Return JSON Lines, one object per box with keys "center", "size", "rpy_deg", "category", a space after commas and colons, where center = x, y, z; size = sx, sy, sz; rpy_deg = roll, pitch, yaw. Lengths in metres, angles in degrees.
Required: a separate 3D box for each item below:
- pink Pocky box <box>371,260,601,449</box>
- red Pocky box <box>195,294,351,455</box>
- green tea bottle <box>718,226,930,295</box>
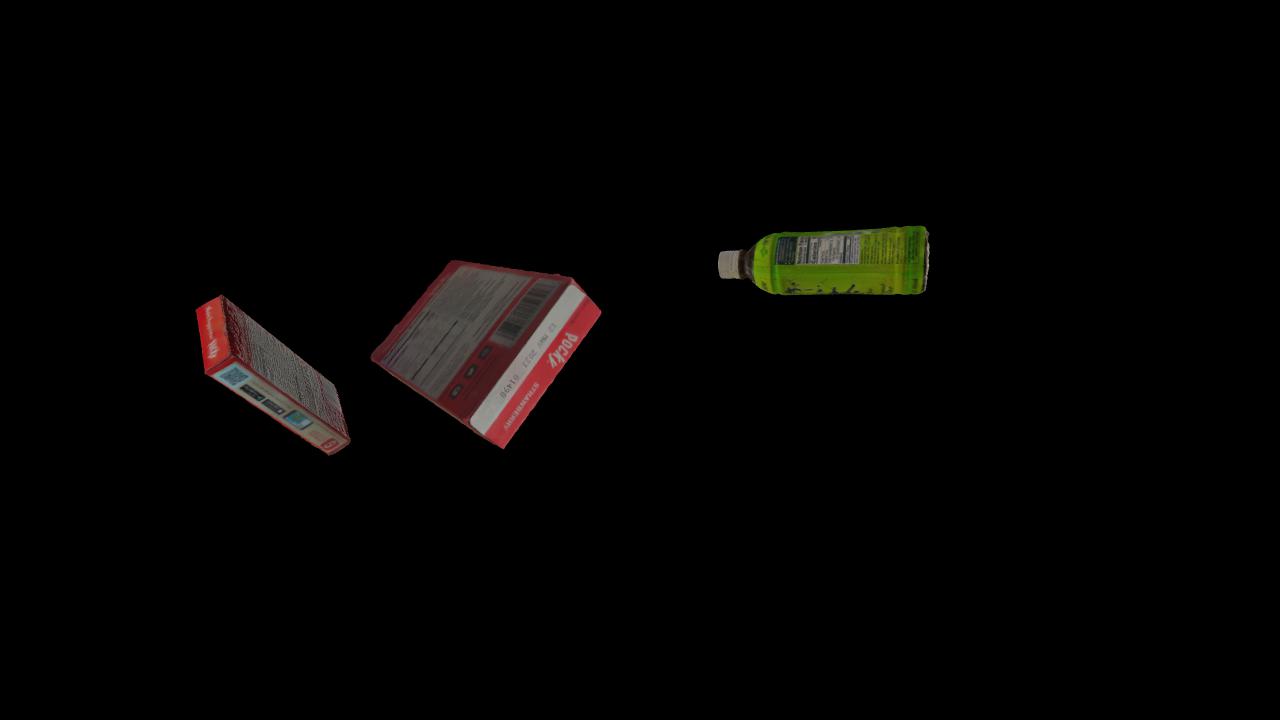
{"center": [-0.093, -0.012, 0.343], "size": [0.155, 0.084, 0.029], "rpy_deg": [17, -23, 50], "category": "pink Pocky box"}
{"center": [-0.323, 0.018, 0.550], "size": [0.028, 0.083, 0.155], "rpy_deg": [-31, -36, -6], "category": "red Pocky box"}
{"center": [0.188, -0.104, 0.651], "size": [0.212, 0.073, 0.073], "rpy_deg": [4, 2, 22], "category": "green tea bottle"}
